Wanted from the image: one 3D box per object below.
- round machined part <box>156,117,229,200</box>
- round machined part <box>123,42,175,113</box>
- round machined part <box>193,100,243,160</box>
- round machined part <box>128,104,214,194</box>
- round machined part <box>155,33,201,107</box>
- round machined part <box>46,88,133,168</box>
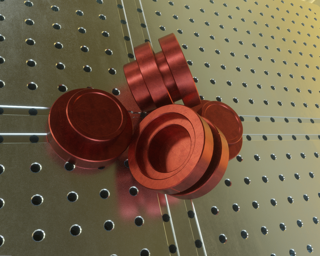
[{"bbox_3d":[0.037,0.037,0.370,0.042,0.098,0.098,35,43,-48],"label":"round machined part"},{"bbox_3d":[-0.015,-0.058,0.403,0.042,0.098,0.098,-22,68,6],"label":"round machined part"},{"bbox_3d":[0.077,0.001,0.438,0.099,0.042,0.098,13,56,-21],"label":"round machined part"},{"bbox_3d":[0.015,0.026,0.347,0.042,0.098,0.098,34,43,-48],"label":"round machined part"},{"bbox_3d":[0.016,-0.069,0.403,0.042,0.098,0.098,-22,68,6],"label":"round machined part"},{"bbox_3d":[-0.077,-0.006,0.359,0.099,0.042,0.098,13,56,-21],"label":"round machined part"}]
